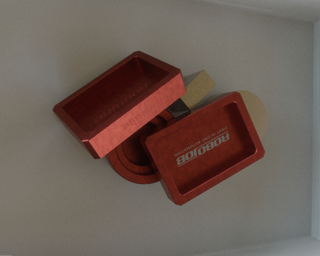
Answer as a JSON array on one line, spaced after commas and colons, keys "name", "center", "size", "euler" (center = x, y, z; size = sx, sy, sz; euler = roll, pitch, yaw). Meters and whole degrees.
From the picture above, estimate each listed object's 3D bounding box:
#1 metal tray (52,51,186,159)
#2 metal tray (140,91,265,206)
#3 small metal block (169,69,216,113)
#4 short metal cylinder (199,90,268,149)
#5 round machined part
[{"name": "metal tray", "center": [-0.046, -0.033, 0.356], "size": [0.131, 0.090, 0.030], "euler": [-38, 135, -17]}, {"name": "metal tray", "center": [0.053, 0.022, 0.376], "size": [0.131, 0.030, 0.090], "euler": [-27, 99, -14]}, {"name": "small metal block", "center": [0.038, -0.048, 0.410], "size": [0.050, 0.050, 0.025], "euler": [-45, 105, -16]}, {"name": "short metal cylinder", "center": [0.101, -0.011, 0.434], "size": [0.081, 0.050, 0.079], "euler": [0, 90, -21]}, {"name": "round machined part", "center": [-0.023, 0.019, 0.394], "size": [0.099, 0.042, 0.097], "euler": [0, 90, -21]}]
